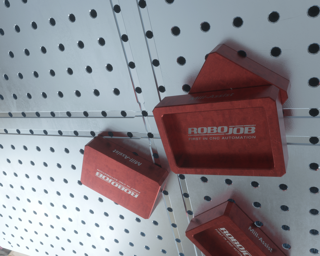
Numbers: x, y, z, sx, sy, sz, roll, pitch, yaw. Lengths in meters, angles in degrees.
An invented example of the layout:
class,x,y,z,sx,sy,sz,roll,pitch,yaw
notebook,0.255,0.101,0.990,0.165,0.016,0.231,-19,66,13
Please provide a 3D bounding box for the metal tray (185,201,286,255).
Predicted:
class,x,y,z,sx,sy,sz,roll,pitch,yaw
metal tray,0.113,0.176,0.457,0.130,0.030,0.090,46,129,-4

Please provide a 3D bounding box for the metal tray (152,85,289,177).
class,x,y,z,sx,sy,sz,roll,pitch,yaw
metal tray,0.065,0.007,0.338,0.130,0.030,0.090,-3,117,29

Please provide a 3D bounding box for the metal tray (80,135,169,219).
class,x,y,z,sx,sy,sz,roll,pitch,yaw
metal tray,-0.060,0.078,0.489,0.130,0.030,0.089,26,128,12

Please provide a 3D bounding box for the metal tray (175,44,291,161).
class,x,y,z,sx,sy,sz,roll,pitch,yaw
metal tray,0.074,-0.018,0.359,0.090,0.030,0.129,32,129,7
